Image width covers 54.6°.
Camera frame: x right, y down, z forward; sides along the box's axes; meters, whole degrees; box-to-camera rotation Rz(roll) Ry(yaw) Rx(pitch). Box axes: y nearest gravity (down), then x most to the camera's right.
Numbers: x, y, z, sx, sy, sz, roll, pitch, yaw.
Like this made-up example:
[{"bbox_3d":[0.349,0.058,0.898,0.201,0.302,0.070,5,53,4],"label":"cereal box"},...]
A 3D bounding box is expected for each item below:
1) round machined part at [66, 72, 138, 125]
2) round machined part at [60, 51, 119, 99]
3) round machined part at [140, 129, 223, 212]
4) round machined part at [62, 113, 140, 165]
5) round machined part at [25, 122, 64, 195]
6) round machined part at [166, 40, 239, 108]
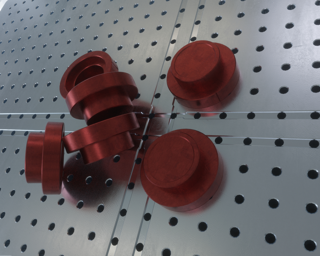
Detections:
[{"bbox_3d":[-0.075,-0.033,0.429,0.098,0.098,0.042,-27,77,12],"label":"round machined part"},{"bbox_3d":[-0.109,-0.073,0.500,0.098,0.042,0.098,-13,55,21],"label":"round machined part"},{"bbox_3d":[0.020,0.043,0.361,0.098,0.042,0.098,-13,56,21],"label":"round machined part"},{"bbox_3d":[-0.072,0.017,0.403,0.098,0.098,0.042,-20,90,16],"label":"round machined part"},{"bbox_3d":[-0.154,0.040,0.417,0.042,0.097,0.098,3,55,-15],"label":"round machined part"},{"bbox_3d":[0.053,-0.079,0.419,0.098,0.042,0.098,-13,56,21],"label":"round machined part"}]
